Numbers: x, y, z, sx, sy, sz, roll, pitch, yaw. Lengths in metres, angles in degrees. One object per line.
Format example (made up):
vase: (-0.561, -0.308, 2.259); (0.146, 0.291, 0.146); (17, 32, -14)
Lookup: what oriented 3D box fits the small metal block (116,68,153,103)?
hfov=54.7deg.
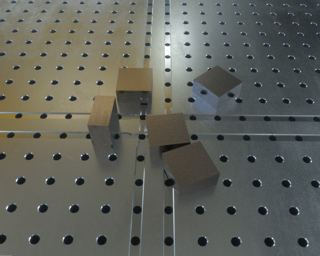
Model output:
small metal block: (-0.037, -0.064, 0.461); (0.050, 0.025, 0.050); (1, 50, 0)

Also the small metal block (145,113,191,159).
small metal block: (0.009, 0.009, 0.400); (0.050, 0.025, 0.050); (-6, 50, -6)

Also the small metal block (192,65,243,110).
small metal block: (0.085, -0.061, 0.460); (0.050, 0.025, 0.050); (-33, 58, -25)

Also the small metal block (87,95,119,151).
small metal block: (-0.071, -0.006, 0.396); (0.025, 0.050, 0.050); (3, 50, 2)

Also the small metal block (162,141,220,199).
small metal block: (0.035, 0.048, 0.367); (0.050, 0.025, 0.050); (-17, 52, -14)
